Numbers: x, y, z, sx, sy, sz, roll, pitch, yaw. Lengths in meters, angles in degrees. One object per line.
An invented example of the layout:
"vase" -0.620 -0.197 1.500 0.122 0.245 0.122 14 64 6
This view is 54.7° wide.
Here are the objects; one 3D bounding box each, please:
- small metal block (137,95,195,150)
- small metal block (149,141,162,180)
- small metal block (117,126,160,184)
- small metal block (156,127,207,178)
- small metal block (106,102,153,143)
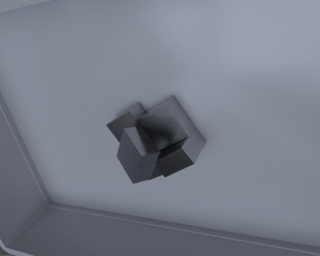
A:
"small metal block" 0.008 -0.006 0.398 0.050 0.025 0.050 -28 104 37
"small metal block" -0.008 0.040 0.434 0.050 0.025 0.050 -28 104 37
"small metal block" -0.029 0.033 0.393 0.050 0.025 0.050 52 138 37
"small metal block" 0.026 0.031 0.395 0.050 0.050 0.025 -32 101 37
"small metal block" -0.037 0.001 0.425 0.050 0.025 0.050 -28 104 37
